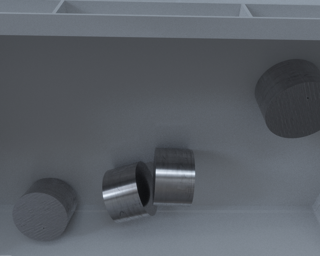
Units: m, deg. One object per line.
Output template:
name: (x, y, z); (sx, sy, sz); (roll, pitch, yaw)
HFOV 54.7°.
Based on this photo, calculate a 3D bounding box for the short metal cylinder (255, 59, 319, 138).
short metal cylinder: (0.159, -0.034, 0.366); (0.081, 0.050, 0.079); (0, 130, 0)

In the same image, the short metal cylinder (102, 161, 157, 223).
short metal cylinder: (-0.042, 0.094, 0.452); (0.050, 0.080, 0.080); (-17, 128, 13)

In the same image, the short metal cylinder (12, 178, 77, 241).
short metal cylinder: (-0.175, 0.124, 0.477); (0.081, 0.050, 0.079); (0, 105, 1)

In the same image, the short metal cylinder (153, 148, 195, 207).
short metal cylinder: (0.017, 0.068, 0.432); (0.050, 0.080, 0.079); (3, 130, -3)
